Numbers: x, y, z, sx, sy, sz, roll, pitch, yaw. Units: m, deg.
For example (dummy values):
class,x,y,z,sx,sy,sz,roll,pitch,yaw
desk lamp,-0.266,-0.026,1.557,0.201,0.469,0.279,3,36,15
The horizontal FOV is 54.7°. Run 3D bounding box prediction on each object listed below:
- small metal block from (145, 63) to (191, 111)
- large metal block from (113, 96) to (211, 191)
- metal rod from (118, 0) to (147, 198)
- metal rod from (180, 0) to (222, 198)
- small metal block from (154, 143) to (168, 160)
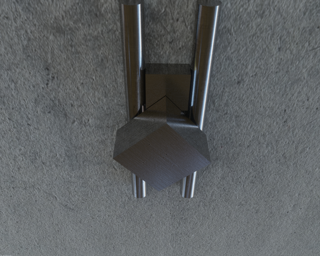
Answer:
class,x,y,z,sx,sy,sz,roll,pitch,yaw
small metal block,0.009,-0.048,0.366,0.050,0.025,0.050,0,130,-1
large metal block,0.003,0.022,0.375,0.080,0.050,0.080,-33,123,25
metal rod,-0.030,-0.011,0.400,0.025,0.025,0.298,0,130,-1
metal rod,0.046,-0.011,0.401,0.025,0.025,0.298,0,130,-1
small metal block,0.007,0.040,0.441,0.050,0.025,0.050,0,130,-1
